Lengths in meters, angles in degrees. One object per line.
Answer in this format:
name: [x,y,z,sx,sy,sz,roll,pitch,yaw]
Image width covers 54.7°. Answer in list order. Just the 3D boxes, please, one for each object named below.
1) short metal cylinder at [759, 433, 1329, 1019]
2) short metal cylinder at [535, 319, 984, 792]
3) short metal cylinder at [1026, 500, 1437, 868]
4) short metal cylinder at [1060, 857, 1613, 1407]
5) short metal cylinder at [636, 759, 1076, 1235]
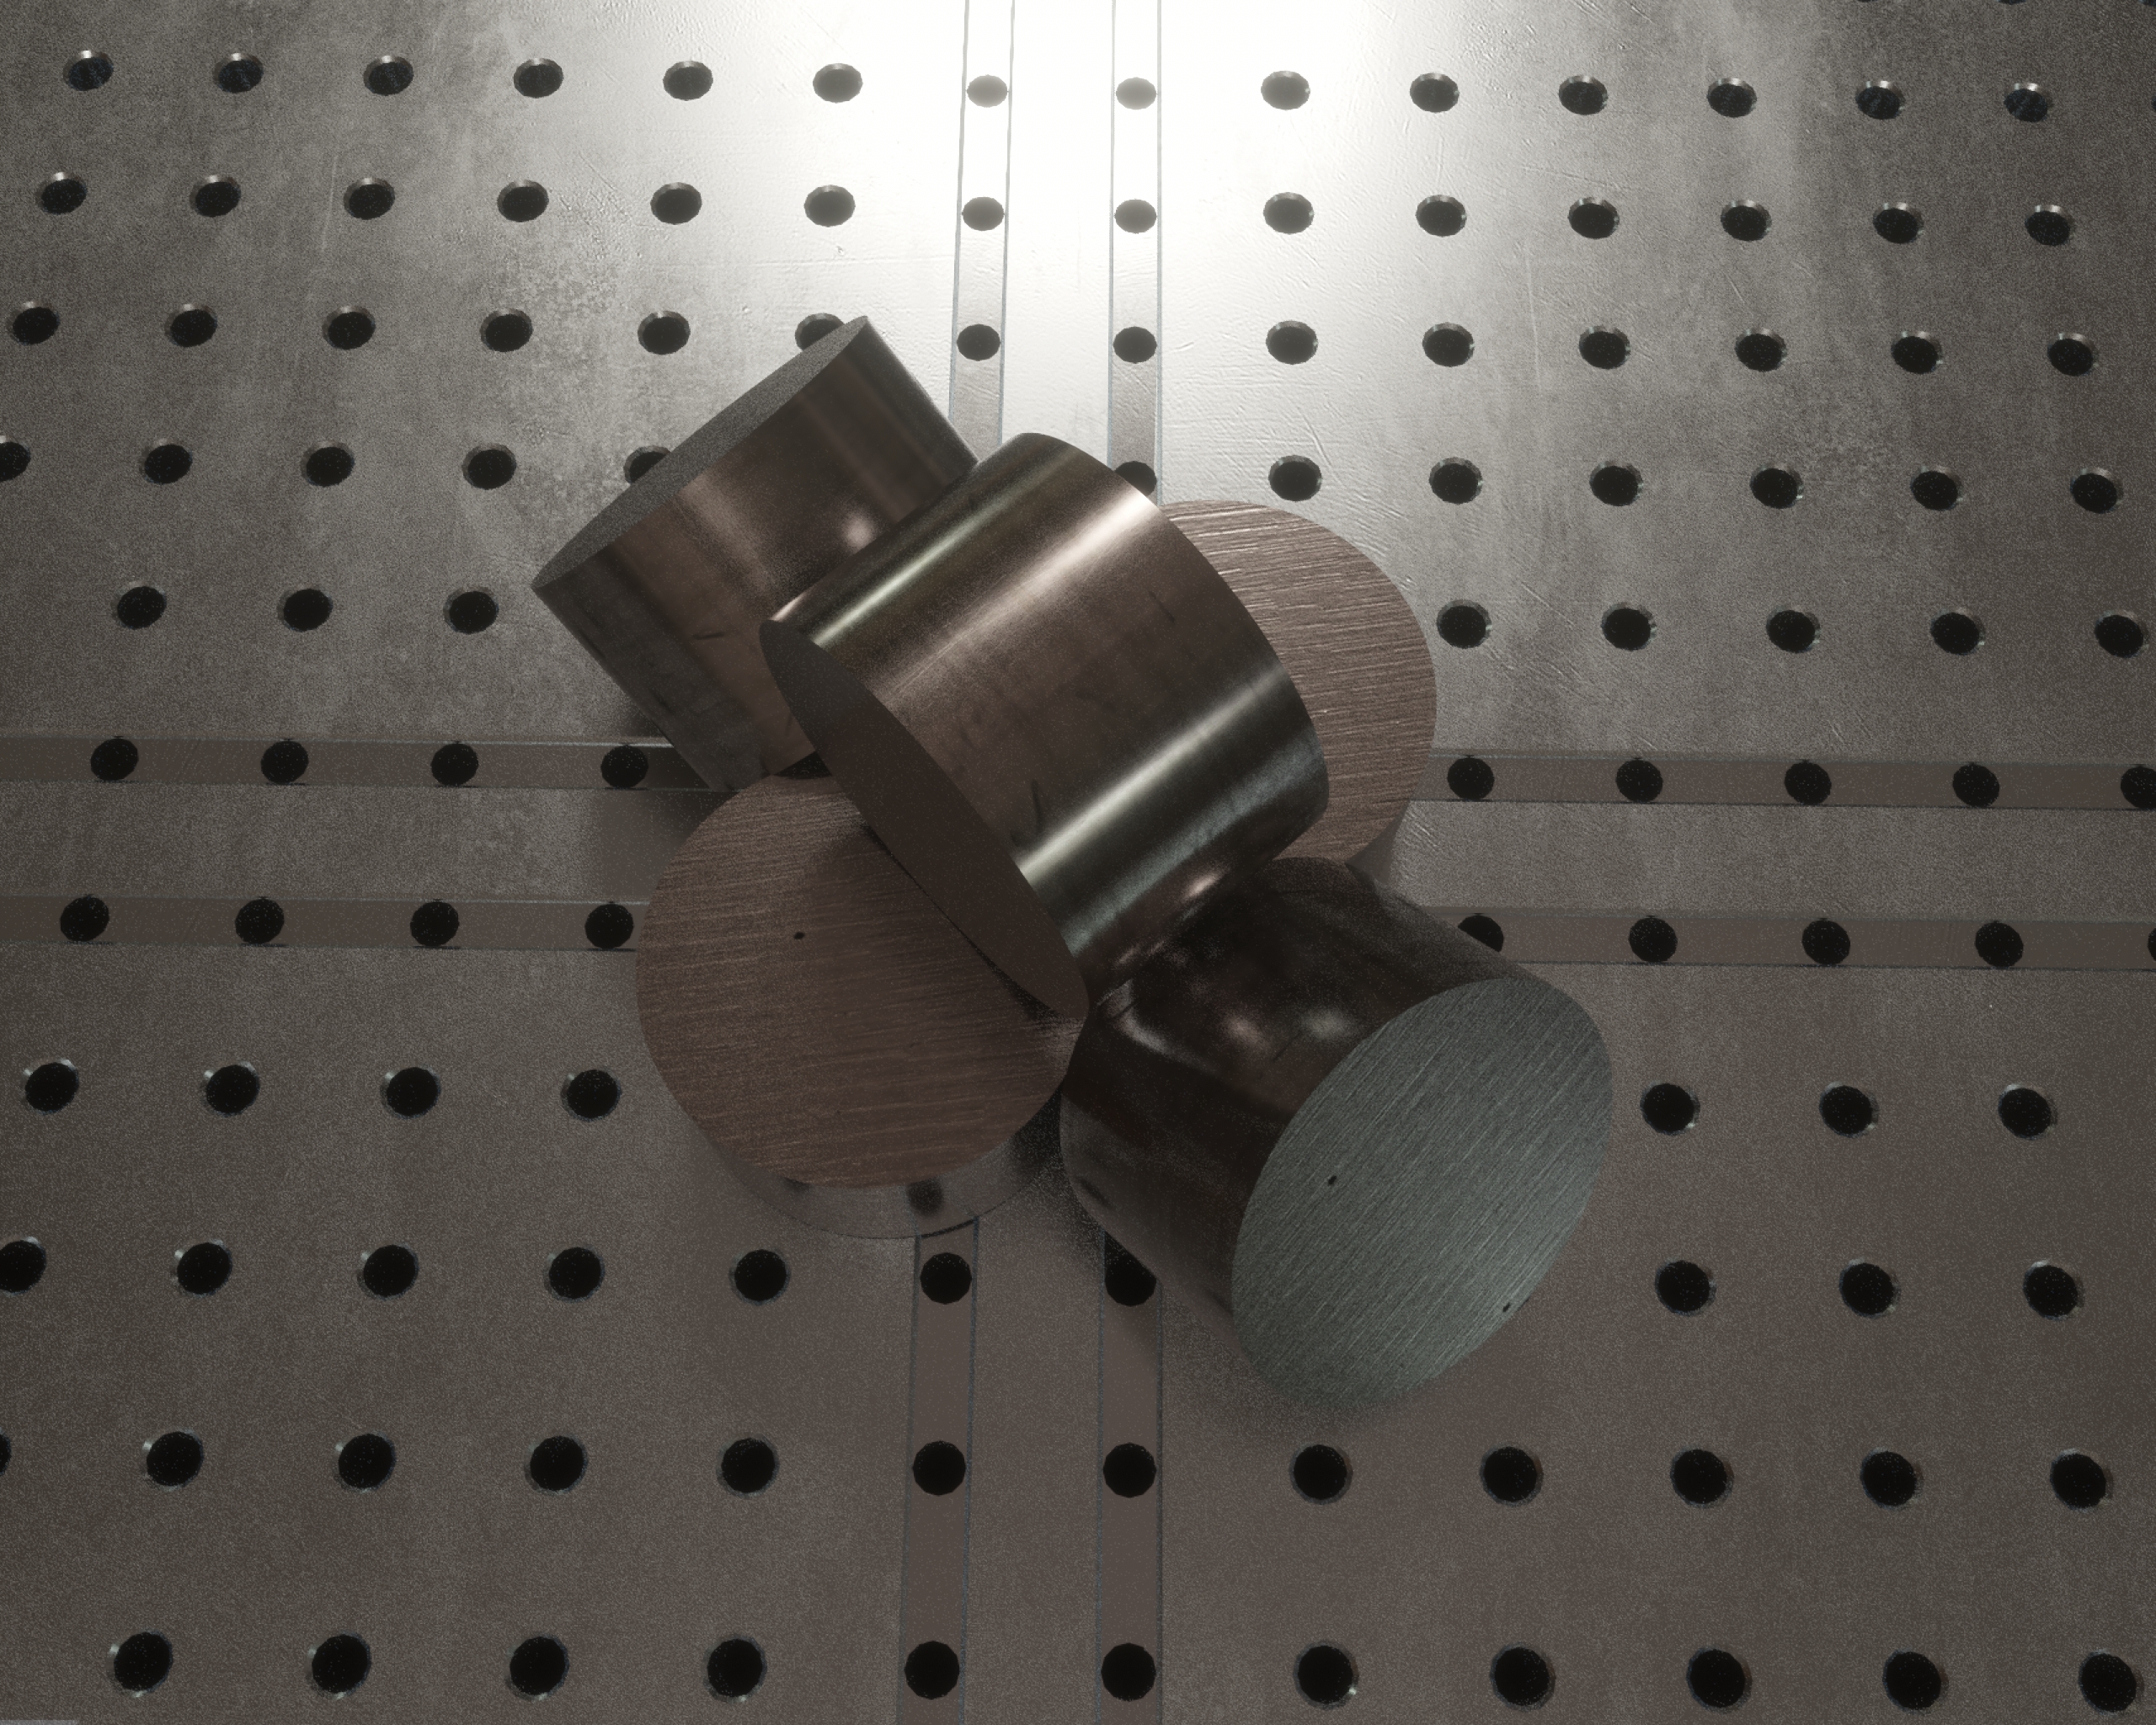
short metal cylinder: [-0.006,-0.021,0.336,0.050,0.080,0.080,-40,75,-13]
short metal cylinder: [-0.055,-0.058,0.396,0.080,0.080,0.050,-44,110,-15]
short metal cylinder: [0.026,-0.023,0.406,0.081,0.050,0.080,0,70,0]
short metal cylinder: [0.044,0.045,0.359,0.080,0.080,0.050,-39,39,-13]
short metal cylinder: [-0.037,0.026,0.388,0.081,0.050,0.080,0,70,0]
